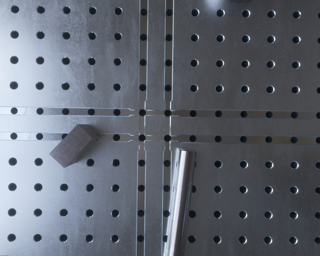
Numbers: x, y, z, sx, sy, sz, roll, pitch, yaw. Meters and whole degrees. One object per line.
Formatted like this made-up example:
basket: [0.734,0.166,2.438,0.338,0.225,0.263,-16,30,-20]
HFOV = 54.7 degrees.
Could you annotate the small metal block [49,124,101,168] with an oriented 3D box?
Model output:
small metal block: [-0.108,0.022,0.400,0.025,0.050,0.050,44,90,-1]

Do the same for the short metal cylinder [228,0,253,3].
short metal cylinder: [0.111,-0.212,0.402,0.081,0.050,0.079,0,90,-1]

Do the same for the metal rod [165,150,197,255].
metal rod: [0.019,0.178,0.413,0.025,0.025,0.298,7,90,-1]
